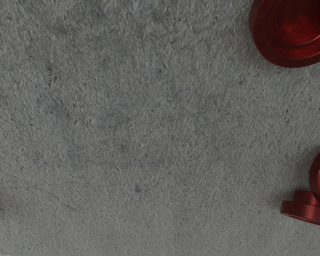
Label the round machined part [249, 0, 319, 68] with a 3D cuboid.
[{"bbox_3d":[0.136,-0.112,0.302,0.099,0.042,0.097,0,130,0],"label":"round machined part"}]

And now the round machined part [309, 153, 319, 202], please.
[{"bbox_3d":[0.256,0.067,0.436,0.099,0.042,0.097,-1,97,-6],"label":"round machined part"}]

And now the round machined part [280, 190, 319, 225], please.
[{"bbox_3d":[0.243,0.126,0.485,0.098,0.042,0.098,15,167,4],"label":"round machined part"}]
